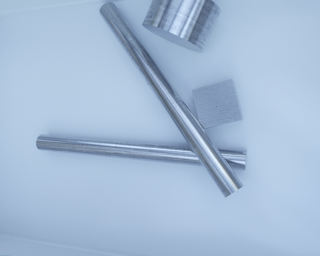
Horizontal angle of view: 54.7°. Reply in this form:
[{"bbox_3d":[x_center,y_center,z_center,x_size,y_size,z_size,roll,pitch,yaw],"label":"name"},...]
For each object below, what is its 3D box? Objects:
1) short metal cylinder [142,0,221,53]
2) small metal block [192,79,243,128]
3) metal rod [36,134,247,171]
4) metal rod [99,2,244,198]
[{"bbox_3d":[0.026,-0.131,0.372,0.080,0.080,0.050,27,99,17],"label":"short metal cylinder"},{"bbox_3d":[0.072,-0.029,0.385,0.050,0.025,0.050,-14,85,19],"label":"small metal block"},{"bbox_3d":[-0.038,0.030,0.422,0.301,0.025,0.025,3,91,19],"label":"metal rod"},{"bbox_3d":[0.005,-0.048,0.391,0.025,0.025,0.299,-38,72,16],"label":"metal rod"}]
